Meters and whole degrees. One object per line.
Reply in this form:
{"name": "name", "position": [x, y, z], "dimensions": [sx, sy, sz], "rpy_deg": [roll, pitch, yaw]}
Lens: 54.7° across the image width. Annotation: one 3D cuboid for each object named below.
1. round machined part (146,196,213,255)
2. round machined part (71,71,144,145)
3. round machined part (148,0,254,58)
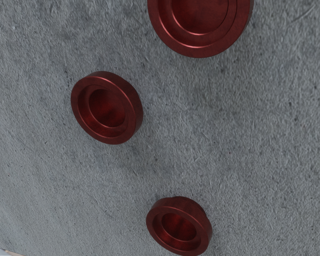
{"name": "round machined part", "position": [0.032, 0.142, 0.467], "dimensions": [0.098, 0.042, 0.097], "rpy_deg": [13, 124, 21]}
{"name": "round machined part", "position": [-0.065, -0.030, 0.412], "dimensions": [0.098, 0.042, 0.097], "rpy_deg": [13, 124, 21]}
{"name": "round machined part", "position": [0.041, -0.121, 0.299], "dimensions": [0.098, 0.042, 0.097], "rpy_deg": [13, 124, 21]}
